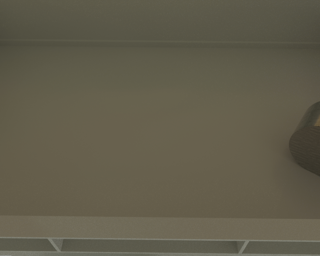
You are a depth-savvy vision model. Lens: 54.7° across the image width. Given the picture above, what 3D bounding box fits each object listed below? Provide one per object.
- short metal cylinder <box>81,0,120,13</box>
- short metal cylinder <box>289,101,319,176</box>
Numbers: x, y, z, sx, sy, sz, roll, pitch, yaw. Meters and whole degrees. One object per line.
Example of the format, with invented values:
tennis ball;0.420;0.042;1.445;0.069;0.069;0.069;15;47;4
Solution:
short metal cylinder;-0.122;-0.274;0.621;0.080;0.050;0.080;0;50;0
short metal cylinder;0.200;0.014;0.359;0.080;0.080;0.050;29;56;22
